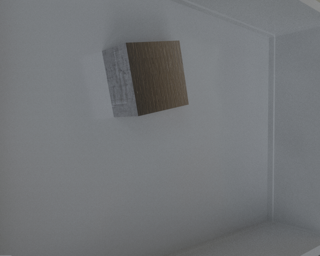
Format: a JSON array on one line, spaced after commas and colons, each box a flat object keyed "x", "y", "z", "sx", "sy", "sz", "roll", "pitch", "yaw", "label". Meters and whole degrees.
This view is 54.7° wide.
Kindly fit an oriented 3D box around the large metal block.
[{"x": -0.016, "y": -0.060, "z": 0.378, "sx": 0.081, "sy": 0.050, "sz": 0.079, "roll": -16, "pitch": 100, "yaw": -39, "label": "large metal block"}]
